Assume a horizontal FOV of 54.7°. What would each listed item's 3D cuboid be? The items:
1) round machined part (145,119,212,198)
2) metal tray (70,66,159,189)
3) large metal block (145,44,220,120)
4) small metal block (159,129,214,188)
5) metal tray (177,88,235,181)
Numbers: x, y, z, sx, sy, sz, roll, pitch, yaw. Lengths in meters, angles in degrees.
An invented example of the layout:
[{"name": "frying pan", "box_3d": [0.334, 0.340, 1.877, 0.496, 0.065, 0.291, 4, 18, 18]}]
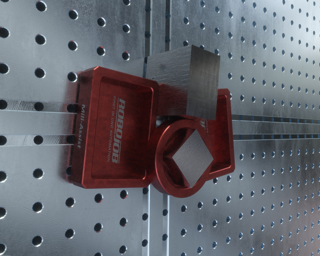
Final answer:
[{"name": "round machined part", "box_3d": [0.019, 0.037, 0.397, 0.099, 0.042, 0.097, 0, 90, -40]}, {"name": "metal tray", "box_3d": [-0.049, 0.003, 0.359, 0.091, 0.030, 0.129, 8, 85, -40]}, {"name": "large metal block", "box_3d": [0.025, -0.052, 0.390, 0.050, 0.080, 0.080, 8, 85, -40]}, {"name": "small metal block", "box_3d": [0.033, 0.036, 0.377, 0.050, 0.025, 0.050, -47, 118, -30]}, {"name": "metal tray", "box_3d": [0.068, 0.009, 0.458, 0.091, 0.030, 0.129, -9, 96, -40]}]
